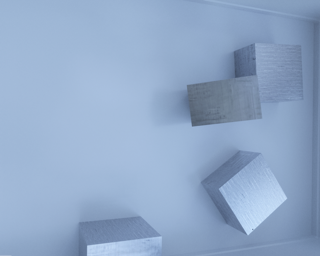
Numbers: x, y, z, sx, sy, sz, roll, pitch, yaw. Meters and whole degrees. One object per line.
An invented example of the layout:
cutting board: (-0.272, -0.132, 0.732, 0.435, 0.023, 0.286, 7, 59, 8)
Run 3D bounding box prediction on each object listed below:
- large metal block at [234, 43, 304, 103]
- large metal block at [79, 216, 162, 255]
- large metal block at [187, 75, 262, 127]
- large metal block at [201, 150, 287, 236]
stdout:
large metal block: (0.160, -0.078, 0.458, 0.081, 0.050, 0.079, -4, 91, -21)
large metal block: (-0.050, 0.144, 0.364, 0.081, 0.080, 0.050, 0, 90, -20)
large metal block: (0.083, -0.034, 0.397, 0.080, 0.080, 0.050, -7, 93, 13)
large metal block: (0.120, 0.089, 0.443, 0.080, 0.050, 0.080, -36, 102, -17)
